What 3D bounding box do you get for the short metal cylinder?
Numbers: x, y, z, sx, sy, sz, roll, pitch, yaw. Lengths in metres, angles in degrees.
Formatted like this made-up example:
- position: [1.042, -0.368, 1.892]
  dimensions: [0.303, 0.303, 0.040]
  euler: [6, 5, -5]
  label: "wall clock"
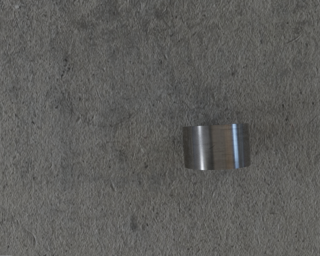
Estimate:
- position: [0.069, 0.021, 0.383]
  dimensions: [0.080, 0.080, 0.050]
  euler: [-3, 90, 0]
  label: "short metal cylinder"
